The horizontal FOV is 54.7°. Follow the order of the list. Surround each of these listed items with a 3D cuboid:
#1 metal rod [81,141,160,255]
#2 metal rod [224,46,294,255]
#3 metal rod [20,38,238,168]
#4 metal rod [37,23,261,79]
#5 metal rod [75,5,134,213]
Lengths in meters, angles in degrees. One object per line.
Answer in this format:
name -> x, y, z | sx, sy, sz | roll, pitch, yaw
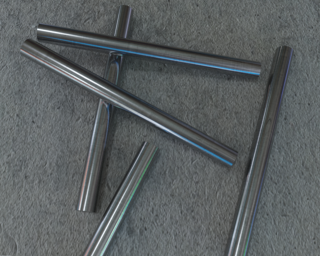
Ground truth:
metal rod -> -0.078, 0.150, 0.352 | 0.025, 0.025, 0.300 | 25, 72, 9
metal rod -> 0.132, 0.022, 0.400 | 0.025, 0.025, 0.300 | 18, 71, 6
metal rod -> -0.039, -0.032, 0.396 | 0.301, 0.025, 0.025 | 29, 72, 1
metal rod -> -0.011, -0.104, 0.425 | 0.302, 0.025, 0.025 | 9, 70, -5
metal rod -> -0.071, -0.039, 0.421 | 0.025, 0.025, 0.299 | 7, 70, 2
